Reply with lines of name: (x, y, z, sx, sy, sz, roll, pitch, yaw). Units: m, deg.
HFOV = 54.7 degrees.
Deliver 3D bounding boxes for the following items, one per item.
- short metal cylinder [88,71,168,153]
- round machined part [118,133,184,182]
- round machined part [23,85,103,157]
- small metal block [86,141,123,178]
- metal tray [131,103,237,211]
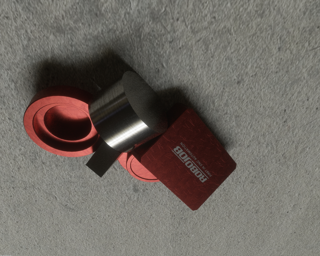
short metal cylinder: (-0.035, -0.018, 0.358, 0.050, 0.080, 0.080, -31, 124, 23)
round machined part: (-0.011, 0.038, 0.430, 0.099, 0.042, 0.097, -1, 130, 0)
round machined part: (-0.112, -0.012, 0.385, 0.099, 0.042, 0.097, -1, 130, 0)
small metal block: (-0.060, 0.028, 0.391, 0.025, 0.050, 0.050, 41, 122, -1)
metal tray: (0.036, 0.041, 0.412, 0.090, 0.030, 0.130, -46, 122, -5)
